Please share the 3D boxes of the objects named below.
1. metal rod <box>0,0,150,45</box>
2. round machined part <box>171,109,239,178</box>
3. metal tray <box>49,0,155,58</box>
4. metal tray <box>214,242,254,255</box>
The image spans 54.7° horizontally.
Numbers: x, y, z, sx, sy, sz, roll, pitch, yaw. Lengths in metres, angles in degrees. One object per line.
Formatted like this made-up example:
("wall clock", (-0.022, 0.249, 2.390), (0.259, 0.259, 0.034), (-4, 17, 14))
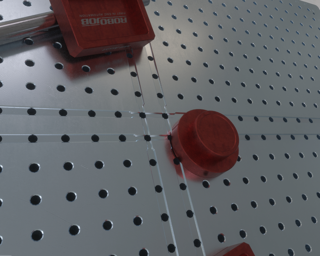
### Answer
("metal rod", (-0.126, -0.157, 0.435), (0.302, 0.025, 0.025), (-33, 80, -38))
("round machined part", (0.068, 0.015, 0.425), (0.099, 0.042, 0.098), (14, 56, -21))
("metal tray", (-0.077, -0.155, 0.436), (0.131, 0.030, 0.090), (-22, 92, -39))
("metal tray", (0.062, 0.189, 0.322), (0.131, 0.030, 0.090), (-15, 69, -34))
